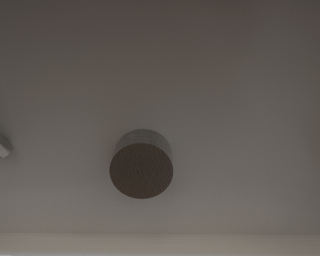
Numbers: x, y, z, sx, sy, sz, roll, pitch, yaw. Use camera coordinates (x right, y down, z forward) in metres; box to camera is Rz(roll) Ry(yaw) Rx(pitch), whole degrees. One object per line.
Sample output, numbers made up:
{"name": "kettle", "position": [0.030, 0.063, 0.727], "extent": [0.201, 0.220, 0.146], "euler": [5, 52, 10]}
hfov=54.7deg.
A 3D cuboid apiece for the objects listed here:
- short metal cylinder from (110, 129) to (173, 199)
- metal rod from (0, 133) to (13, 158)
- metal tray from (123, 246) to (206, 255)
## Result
{"name": "short metal cylinder", "position": [-0.024, 0.047, 0.415], "extent": [0.081, 0.050, 0.079], "euler": [0, 110, -1]}
{"name": "metal rod", "position": [-0.252, -0.062, 0.312], "extent": [0.025, 0.025, 0.299], "euler": [-17, 138, 6]}
{"name": "metal tray", "position": [0.007, 0.221, 0.460], "extent": [0.131, 0.090, 0.030], "euler": [4, 110, -2]}
